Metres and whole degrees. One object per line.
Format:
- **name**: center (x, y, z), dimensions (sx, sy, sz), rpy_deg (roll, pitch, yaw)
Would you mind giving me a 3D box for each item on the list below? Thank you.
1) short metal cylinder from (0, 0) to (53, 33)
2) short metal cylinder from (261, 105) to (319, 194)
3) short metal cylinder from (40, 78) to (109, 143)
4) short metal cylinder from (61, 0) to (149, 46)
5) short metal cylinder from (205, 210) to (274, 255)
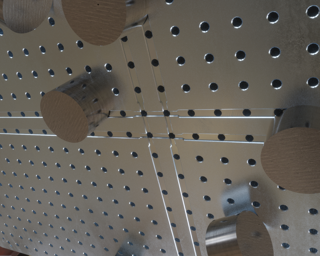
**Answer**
- **short metal cylinder**: center (-0.174, -0.161, 0.368), dimensions (0.050, 0.080, 0.079), rpy_deg (31, 129, 8)
- **short metal cylinder**: center (0.153, 0.022, 0.328), dimensions (0.080, 0.050, 0.079), rpy_deg (13, 124, 21)
- **short metal cylinder**: center (-0.121, -0.026, 0.443), dimensions (0.080, 0.050, 0.079), rpy_deg (13, 124, 21)
- **short metal cylinder**: center (-0.060, -0.137, 0.342), dimensions (0.080, 0.050, 0.079), rpy_deg (13, 124, 21)
- **short metal cylinder**: center (0.107, 0.157, 0.416), dimensions (0.050, 0.080, 0.080), rpy_deg (-33, 100, 38)
